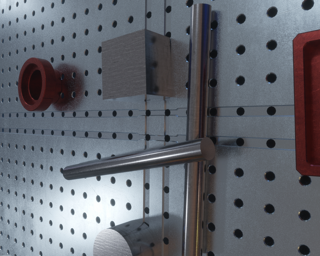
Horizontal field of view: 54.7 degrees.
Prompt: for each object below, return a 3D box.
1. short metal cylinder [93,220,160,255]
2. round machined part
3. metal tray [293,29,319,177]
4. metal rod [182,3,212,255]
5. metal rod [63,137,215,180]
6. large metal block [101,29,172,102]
[{"bbox_3d":[-0.047,0.174,0.430,0.080,0.050,0.079,0,90,39],"label":"short metal cylinder"},{"bbox_3d":[-0.220,-0.079,0.576,0.098,0.042,0.097,0,90,39],"label":"round machined part"},{"bbox_3d":[0.167,-0.022,0.267,0.090,0.030,0.129,-2,89,39],"label":"metal tray"},{"bbox_3d":[0.044,0.006,0.371,0.025,0.025,0.298,3,92,39],"label":"metal rod"},{"bbox_3d":[-0.053,0.050,0.431,0.299,0.025,0.025,-15,81,44],"label":"metal rod"},{"bbox_3d":[-0.032,-0.079,0.418,0.080,0.050,0.079,-2,89,39],"label":"large metal block"}]
